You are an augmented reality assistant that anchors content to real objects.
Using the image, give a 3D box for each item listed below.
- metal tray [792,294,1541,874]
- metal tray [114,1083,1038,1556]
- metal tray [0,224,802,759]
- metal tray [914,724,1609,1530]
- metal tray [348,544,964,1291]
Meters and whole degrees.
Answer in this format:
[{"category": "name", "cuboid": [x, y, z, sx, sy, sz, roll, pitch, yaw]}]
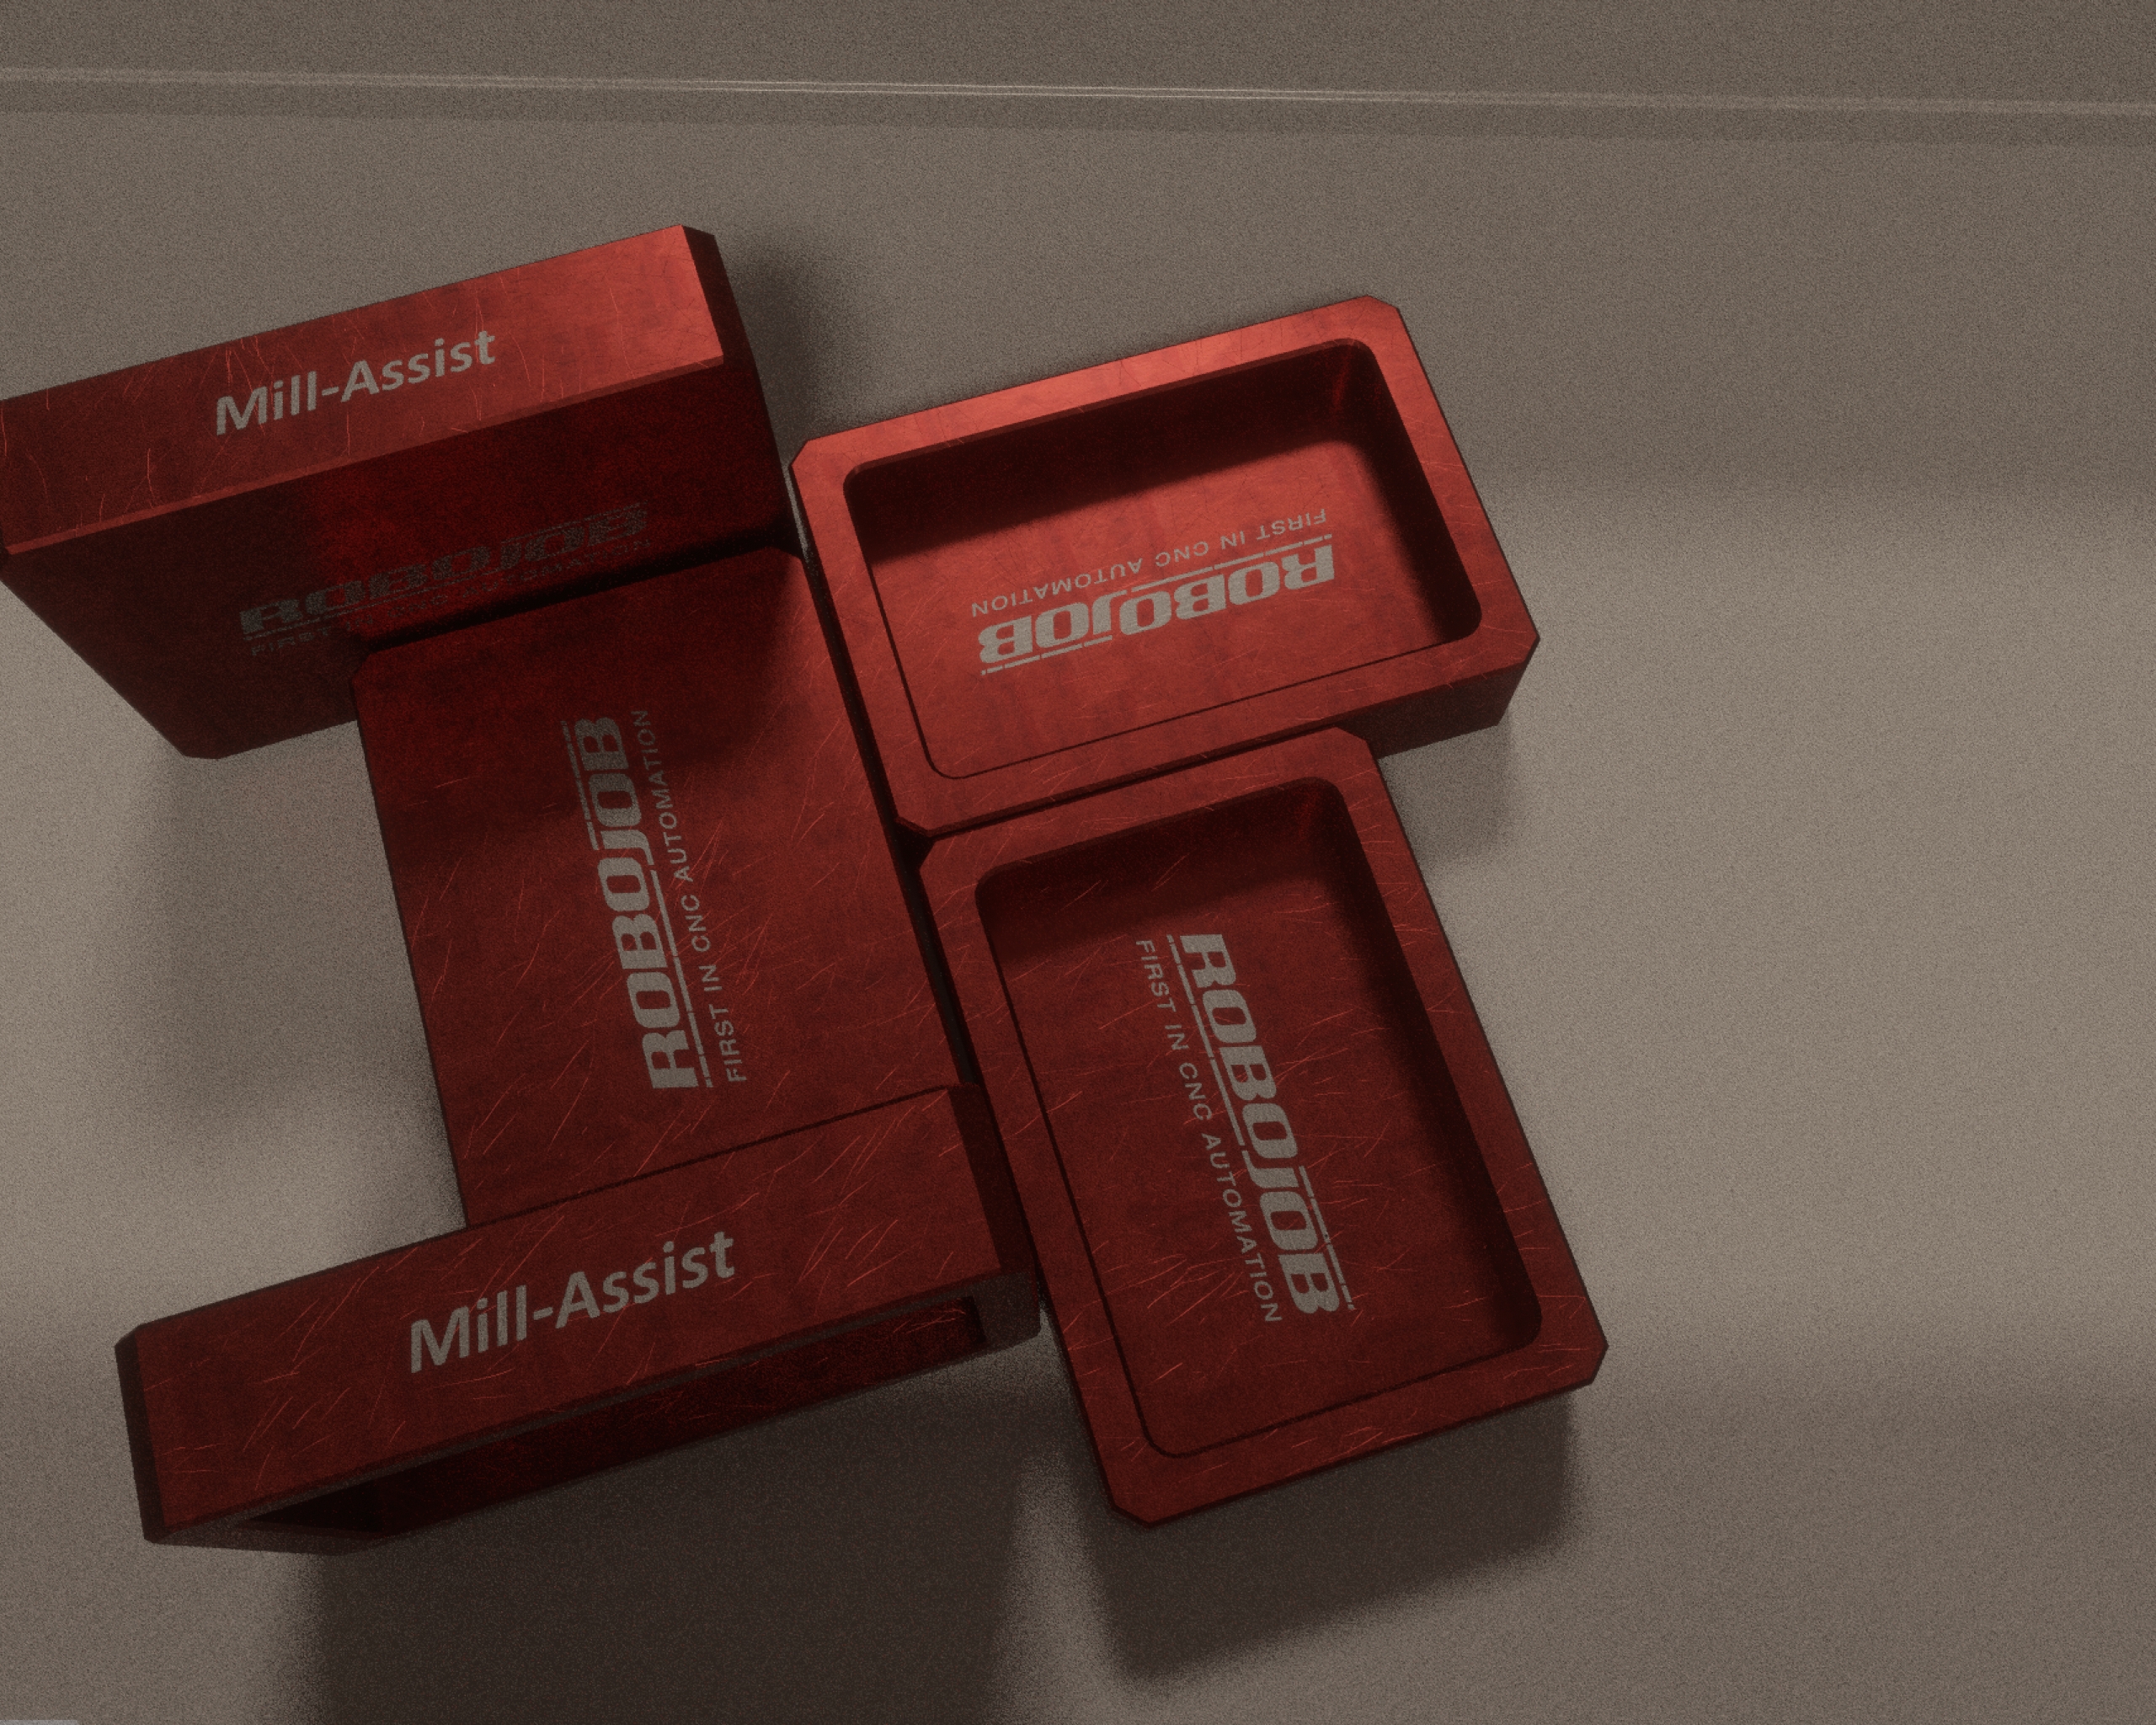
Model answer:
[{"category": "metal tray", "cuboid": [0.016, -0.057, 0.426, 0.131, 0.030, 0.090, -16, 71, -6]}, {"category": "metal tray", "cuboid": [-0.073, 0.078, 0.343, 0.131, 0.090, 0.030, -16, 71, -6]}, {"category": "metal tray", "cuboid": [-0.122, -0.066, 0.394, 0.131, 0.090, 0.030, -17, 71, -7]}, {"category": "metal tray", "cuboid": [0.031, 0.047, 0.388, 0.091, 0.030, 0.130, -16, 71, -6]}, {"category": "metal tray", "cuboid": [-0.079, 0.011, 0.399, 0.091, 0.030, 0.130, -16, 71, -6]}]
